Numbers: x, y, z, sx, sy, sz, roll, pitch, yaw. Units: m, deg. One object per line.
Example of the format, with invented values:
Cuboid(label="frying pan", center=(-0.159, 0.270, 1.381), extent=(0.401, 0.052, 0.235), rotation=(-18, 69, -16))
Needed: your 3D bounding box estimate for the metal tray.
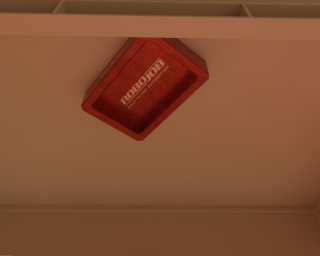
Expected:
Cuboid(label="metal tray", center=(-0.019, -0.049, 0.363), extent=(0.090, 0.030, 0.129), rotation=(32, 123, -25))
